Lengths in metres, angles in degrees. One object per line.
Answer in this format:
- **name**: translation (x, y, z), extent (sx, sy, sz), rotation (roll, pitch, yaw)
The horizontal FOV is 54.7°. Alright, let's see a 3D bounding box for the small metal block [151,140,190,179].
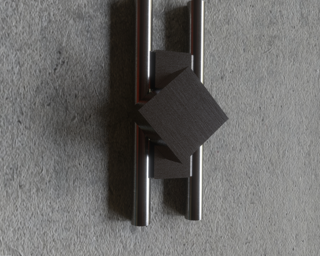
- **small metal block**: translation (0.012, 0.041, 0.415), extent (0.050, 0.025, 0.050), rotation (1, 90, -21)

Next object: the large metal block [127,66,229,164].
- **large metal block**: translation (0.021, -0.015, 0.377), extent (0.080, 0.050, 0.080), rotation (-43, 104, -15)

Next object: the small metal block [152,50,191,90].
- **small metal block**: translation (0.013, -0.075, 0.415), extent (0.050, 0.025, 0.050), rotation (1, 90, -21)

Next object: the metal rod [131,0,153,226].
- **metal rod**: translation (-0.023, -0.025, 0.403), extent (0.025, 0.025, 0.298), rotation (1, 90, -20)

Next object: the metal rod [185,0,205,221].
- **metal rod**: translation (0.048, -0.024, 0.430), extent (0.025, 0.025, 0.298), rotation (1, 90, -20)
